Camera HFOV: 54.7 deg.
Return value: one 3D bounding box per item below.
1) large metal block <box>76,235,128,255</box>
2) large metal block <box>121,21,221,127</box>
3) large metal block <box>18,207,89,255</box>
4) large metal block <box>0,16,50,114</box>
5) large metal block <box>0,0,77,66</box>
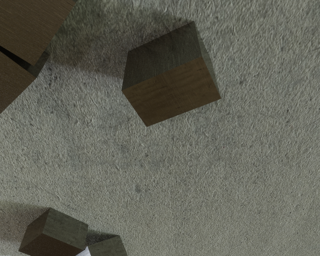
[{"bbox_3d":[-0.119,0.249,0.577,0.080,0.050,0.080,-39,156,28],"label":"large metal block"},{"bbox_3d":[0.011,-0.057,0.322,0.080,0.080,0.050,-21,127,16],"label":"large metal block"},{"bbox_3d":[-0.189,0.197,0.557,0.080,0.050,0.080,36,121,-27],"label":"large metal block"},{"bbox_3d":[-0.182,-0.069,0.330,0.080,0.050,0.080,-34,122,25],"label":"large metal block"},{"bbox_3d":[-0.129,-0.120,0.287,0.080,0.050,0.080,33,123,-25],"label":"large metal block"}]
